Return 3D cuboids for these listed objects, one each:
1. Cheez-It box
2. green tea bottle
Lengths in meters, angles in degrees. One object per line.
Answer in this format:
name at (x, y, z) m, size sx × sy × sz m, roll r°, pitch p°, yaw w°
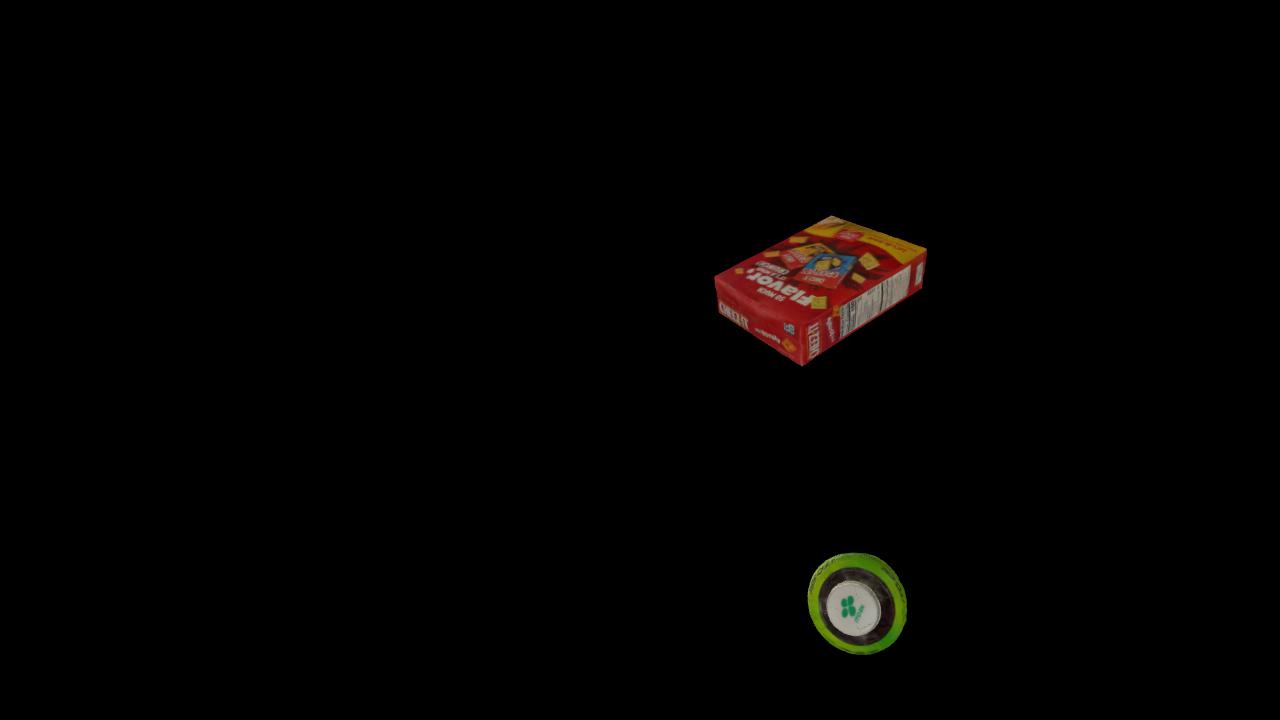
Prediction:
Cheez-It box at (0.237, -0.102, 0.817) m, size 0.223 × 0.071 × 0.166 m, roll -29°, pitch 40°, yaw -19°
green tea bottle at (0.168, 0.185, 0.473) m, size 0.073 × 0.073 × 0.212 m, roll 0°, pitch -15°, yaw 20°
